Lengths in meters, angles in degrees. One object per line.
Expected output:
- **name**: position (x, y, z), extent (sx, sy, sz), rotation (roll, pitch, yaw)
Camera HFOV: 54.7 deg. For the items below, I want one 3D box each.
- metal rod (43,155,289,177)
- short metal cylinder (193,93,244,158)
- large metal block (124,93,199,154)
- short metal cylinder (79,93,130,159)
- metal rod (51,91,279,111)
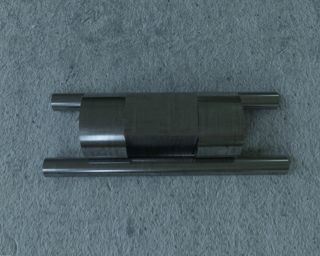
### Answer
- **metal rod**: position (0.008, 0.048, 0.392), extent (0.302, 0.025, 0.025), rotation (0, 70, -1)
- **short metal cylinder**: position (0.068, -0.003, 0.381), extent (0.050, 0.080, 0.080), rotation (-1, 70, 0)
- **large metal block**: position (0.002, -0.002, 0.378), extent (0.081, 0.080, 0.050), rotation (0, 70, 0)
- **short metal cylinder**: position (-0.064, -0.003, 0.380), extent (0.050, 0.080, 0.080), rotation (-1, 70, 0)
- **metal rod**: position (0.007, -0.036, 0.423), extent (0.302, 0.025, 0.025), rotation (0, 70, -1)
